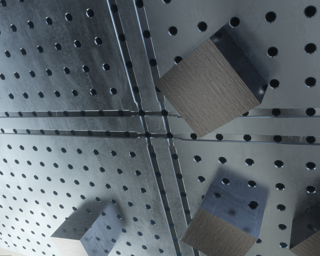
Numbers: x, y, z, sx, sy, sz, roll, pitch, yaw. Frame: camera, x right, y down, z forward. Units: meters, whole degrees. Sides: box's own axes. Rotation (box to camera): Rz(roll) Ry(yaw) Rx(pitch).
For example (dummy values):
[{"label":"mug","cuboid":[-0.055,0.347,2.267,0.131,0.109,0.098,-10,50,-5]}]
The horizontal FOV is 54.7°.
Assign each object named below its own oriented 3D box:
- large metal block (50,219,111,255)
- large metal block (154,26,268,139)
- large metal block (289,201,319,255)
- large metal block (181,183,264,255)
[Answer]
[{"label":"large metal block","cuboid":[-0.157,0.231,0.618,0.080,0.050,0.080,-7,115,31]},{"label":"large metal block","cuboid":[0.055,-0.048,0.336,0.080,0.050,0.080,-34,100,38]},{"label":"large metal block","cuboid":[0.214,0.130,0.363,0.080,0.050,0.079,34,129,5]},{"label":"large metal block","cuboid":[0.087,0.138,0.434,0.080,0.050,0.079,27,128,11]}]
